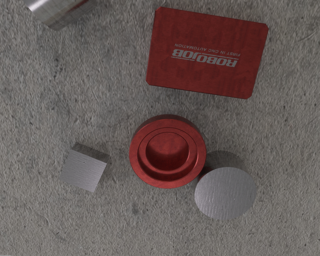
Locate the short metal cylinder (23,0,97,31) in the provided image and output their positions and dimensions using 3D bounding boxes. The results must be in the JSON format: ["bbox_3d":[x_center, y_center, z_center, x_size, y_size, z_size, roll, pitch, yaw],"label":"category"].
[{"bbox_3d":[-0.111,-0.150,0.324,0.050,0.080,0.080,-30,108,10],"label":"short metal cylinder"}]

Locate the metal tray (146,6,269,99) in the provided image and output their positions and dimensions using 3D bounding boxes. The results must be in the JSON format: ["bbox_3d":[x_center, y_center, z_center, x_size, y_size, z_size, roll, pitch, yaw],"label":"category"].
[{"bbox_3d":[0.053,-0.090,0.375,0.131,0.030,0.089,8,110,-3],"label":"metal tray"}]

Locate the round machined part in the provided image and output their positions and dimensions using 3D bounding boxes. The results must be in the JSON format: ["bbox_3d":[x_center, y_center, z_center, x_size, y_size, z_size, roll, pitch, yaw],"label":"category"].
[{"bbox_3d":[0.010,0.028,0.411,0.099,0.042,0.097,0,110,0],"label":"round machined part"}]

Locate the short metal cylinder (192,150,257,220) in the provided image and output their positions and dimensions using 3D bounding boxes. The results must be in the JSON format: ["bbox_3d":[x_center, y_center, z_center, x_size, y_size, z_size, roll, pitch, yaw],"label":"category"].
[{"bbox_3d":[0.085,0.078,0.426,0.081,0.050,0.079,0,110,0],"label":"short metal cylinder"}]

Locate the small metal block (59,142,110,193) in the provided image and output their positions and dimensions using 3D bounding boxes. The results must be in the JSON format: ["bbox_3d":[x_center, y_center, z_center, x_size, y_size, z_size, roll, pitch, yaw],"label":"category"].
[{"bbox_3d":[-0.104,0.054,0.429,0.050,0.025,0.050,23,108,-9],"label":"small metal block"}]
